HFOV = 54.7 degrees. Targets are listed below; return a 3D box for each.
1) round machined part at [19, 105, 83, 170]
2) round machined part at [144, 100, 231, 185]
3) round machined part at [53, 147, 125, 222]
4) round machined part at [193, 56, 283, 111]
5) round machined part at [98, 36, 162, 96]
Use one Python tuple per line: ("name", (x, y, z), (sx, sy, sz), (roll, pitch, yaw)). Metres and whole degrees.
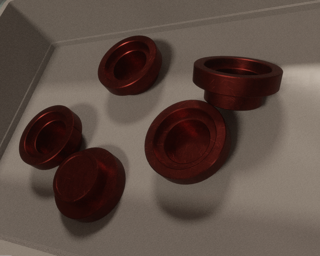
("round machined part", (-0.157, 0.018, 0.464), (0.098, 0.042, 0.098), (-13, 56, 20))
("round machined part", (0.035, 0.019, 0.362), (0.098, 0.042, 0.098), (-13, 58, 22))
("round machined part", (-0.098, 0.069, 0.402), (0.098, 0.042, 0.098), (-13, 56, 20))
("round machined part", (0.087, -0.052, 0.359), (0.099, 0.042, 0.098), (2, 26, -1))
("round machined part", (-0.041, -0.089, 0.469), (0.098, 0.042, 0.098), (-13, 56, 20))
